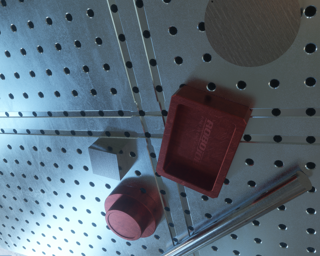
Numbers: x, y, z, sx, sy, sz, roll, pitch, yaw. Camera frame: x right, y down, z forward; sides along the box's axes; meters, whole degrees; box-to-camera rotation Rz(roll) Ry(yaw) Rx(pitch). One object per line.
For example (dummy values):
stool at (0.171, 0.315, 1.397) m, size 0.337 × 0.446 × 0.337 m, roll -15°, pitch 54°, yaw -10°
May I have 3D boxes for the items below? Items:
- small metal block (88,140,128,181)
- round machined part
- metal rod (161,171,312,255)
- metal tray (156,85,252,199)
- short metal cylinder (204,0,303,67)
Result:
small metal block at (-0.080, 0.050, 0.482) m, size 0.050 × 0.025 × 0.050 m, roll 11°, pitch 123°, yaw 22°
round machined part at (-0.052, 0.148, 0.517) m, size 0.098 × 0.042 × 0.097 m, roll 13°, pitch 124°, yaw 20°
metal rod at (0.089, 0.147, 0.453) m, size 0.025 × 0.025 × 0.298 m, roll 42°, pitch 129°, yaw -1°
metal tray at (0.050, 0.021, 0.393) m, size 0.090 × 0.030 × 0.129 m, roll 22°, pitch 127°, yaw 14°
short metal cylinder at (0.087, -0.103, 0.285) m, size 0.080 × 0.050 × 0.079 m, roll 13°, pitch 124°, yaw 20°
